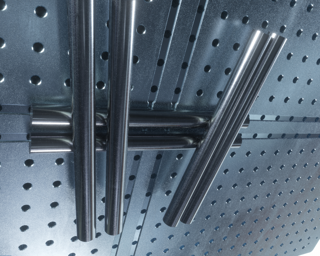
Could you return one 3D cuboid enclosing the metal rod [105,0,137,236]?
[{"bbox_3d":[-0.049,0.010,0.358,0.025,0.025,0.298,-8,122,-24],"label":"metal rod"}]

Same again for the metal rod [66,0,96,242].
[{"bbox_3d":[-0.083,0.012,0.341,0.025,0.025,0.298,-8,122,-24],"label":"metal rod"}]

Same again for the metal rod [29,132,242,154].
[{"bbox_3d":[-0.012,0.018,0.416,0.302,0.025,0.025,1,118,-29],"label":"metal rod"}]

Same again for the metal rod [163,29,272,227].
[{"bbox_3d":[0.070,0.014,0.426,0.025,0.025,0.298,9,114,-32],"label":"metal rod"}]

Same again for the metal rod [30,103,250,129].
[{"bbox_3d":[-0.004,-0.012,0.401,0.302,0.025,0.025,1,118,-29],"label":"metal rod"}]

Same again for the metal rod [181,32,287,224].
[{"bbox_3d":[0.093,0.014,0.438,0.025,0.025,0.298,9,114,-32],"label":"metal rod"}]
